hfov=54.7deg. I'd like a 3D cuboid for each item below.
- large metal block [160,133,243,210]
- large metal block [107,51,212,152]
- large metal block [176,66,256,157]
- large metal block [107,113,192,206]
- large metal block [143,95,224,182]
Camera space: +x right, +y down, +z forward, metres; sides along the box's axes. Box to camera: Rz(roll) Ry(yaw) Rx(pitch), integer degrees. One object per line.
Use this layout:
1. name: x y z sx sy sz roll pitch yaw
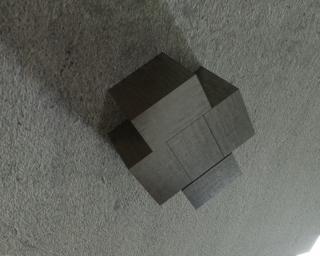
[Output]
1. large metal block: 0.054 0.052 0.437 0.080 0.080 0.050 -36 130 -5
2. large metal block: -0.003 -0.033 0.353 0.080 0.080 0.050 -36 130 -5
3. large metal block: 0.068 -0.022 0.399 0.050 0.080 0.080 -37 130 -4
4. large metal block: -0.014 0.037 0.390 0.050 0.080 0.080 -37 130 -4
5. large metal block: 0.027 0.008 0.394 0.050 0.080 0.080 -37 130 -4
